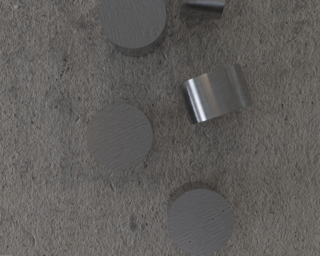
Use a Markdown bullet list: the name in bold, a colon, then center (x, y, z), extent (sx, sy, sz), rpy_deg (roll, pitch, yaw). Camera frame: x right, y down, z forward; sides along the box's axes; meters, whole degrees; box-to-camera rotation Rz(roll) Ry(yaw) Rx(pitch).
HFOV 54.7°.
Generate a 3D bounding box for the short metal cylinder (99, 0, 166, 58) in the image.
- **short metal cylinder**: center (-0.033, -0.136, 0.397), extent (0.081, 0.050, 0.080), rpy_deg (0, 90, 0)

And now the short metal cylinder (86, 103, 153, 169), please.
- **short metal cylinder**: center (-0.049, 0.010, 0.397), extent (0.081, 0.050, 0.080), rpy_deg (0, 90, 0)

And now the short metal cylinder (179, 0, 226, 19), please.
- **short metal cylinder**: center (0.054, -0.178, 0.383), extent (0.050, 0.080, 0.080), rpy_deg (6, 90, 0)

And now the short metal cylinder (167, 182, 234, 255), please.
- **short metal cylinder**: center (0.049, 0.113, 0.398), extent (0.081, 0.050, 0.080), rpy_deg (0, 90, 0)

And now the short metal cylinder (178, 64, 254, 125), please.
- **short metal cylinder**: center (0.068, -0.040, 0.383), extent (0.080, 0.080, 0.050), rpy_deg (-18, 90, 0)
